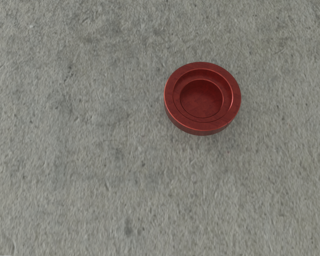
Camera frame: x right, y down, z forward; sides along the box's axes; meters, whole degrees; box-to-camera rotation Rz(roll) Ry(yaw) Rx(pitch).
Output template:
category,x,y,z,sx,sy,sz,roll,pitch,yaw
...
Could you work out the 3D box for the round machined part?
category,x,y,z,sx,sy,sz,roll,pitch,yaw
round machined part,0.054,-0.035,0.413,0.099,0.042,0.098,0,70,-1
